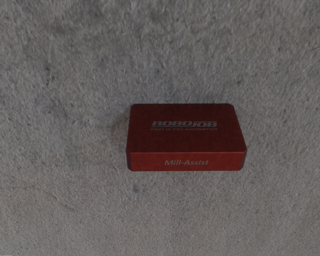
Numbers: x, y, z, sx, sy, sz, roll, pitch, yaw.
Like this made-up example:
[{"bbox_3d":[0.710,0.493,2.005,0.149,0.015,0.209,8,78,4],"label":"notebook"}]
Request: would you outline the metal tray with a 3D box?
[{"bbox_3d":[0.029,0.009,0.372,0.131,0.090,0.030,0,130,-1],"label":"metal tray"}]
